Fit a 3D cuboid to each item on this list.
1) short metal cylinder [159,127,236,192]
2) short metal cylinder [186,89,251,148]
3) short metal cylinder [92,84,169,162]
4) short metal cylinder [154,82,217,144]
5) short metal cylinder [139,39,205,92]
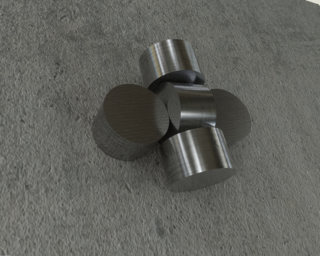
[{"bbox_3d":[0.044,0.040,0.370,0.081,0.080,0.050,0,62,-28],"label":"short metal cylinder"},{"bbox_3d":[0.080,-0.008,0.436,0.081,0.050,0.080,13,57,-21],"label":"short metal cylinder"},{"bbox_3d":[-0.036,-0.006,0.373,0.081,0.050,0.080,14,55,-21],"label":"short metal cylinder"},{"bbox_3d":[0.027,-0.017,0.396,0.050,0.080,0.080,0,62,-28],"label":"short metal cylinder"},{"bbox_3d":[0.015,-0.075,0.424,0.081,0.080,0.050,0,62,-28],"label":"short metal cylinder"}]
